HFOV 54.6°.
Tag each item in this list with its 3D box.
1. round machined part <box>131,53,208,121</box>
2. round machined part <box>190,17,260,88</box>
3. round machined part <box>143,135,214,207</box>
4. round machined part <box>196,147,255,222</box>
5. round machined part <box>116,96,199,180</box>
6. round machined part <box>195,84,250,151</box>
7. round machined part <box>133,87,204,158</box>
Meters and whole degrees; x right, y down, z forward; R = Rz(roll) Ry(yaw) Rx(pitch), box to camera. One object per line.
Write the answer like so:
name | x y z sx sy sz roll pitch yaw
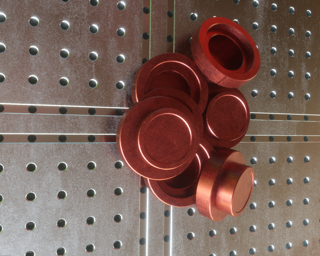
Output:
round machined part | 0.010 -0.046 0.407 0.099 0.042 0.097 0 90 -20
round machined part | 0.084 -0.097 0.422 0.099 0.042 0.098 10 65 -23
round machined part | 0.023 0.051 0.412 0.099 0.042 0.097 0 90 -20
round machined part | 0.092 0.078 0.411 0.099 0.042 0.097 -24 121 -46
round machined part | 0.002 0.012 0.359 0.099 0.042 0.097 0 90 -20
round machined part | 0.086 -0.016 0.434 0.099 0.042 0.097 0 90 -20
round machined part | 0.004 -0.002 0.404 0.099 0.042 0.097 0 90 -20
